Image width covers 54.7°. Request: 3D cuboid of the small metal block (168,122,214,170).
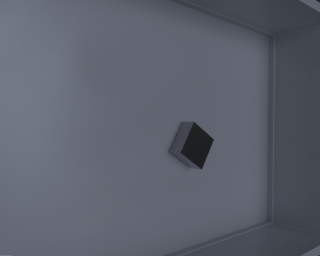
[{"bbox_3d":[0.046,0.025,0.448,0.050,0.025,0.050,39,66,-33],"label":"small metal block"}]
